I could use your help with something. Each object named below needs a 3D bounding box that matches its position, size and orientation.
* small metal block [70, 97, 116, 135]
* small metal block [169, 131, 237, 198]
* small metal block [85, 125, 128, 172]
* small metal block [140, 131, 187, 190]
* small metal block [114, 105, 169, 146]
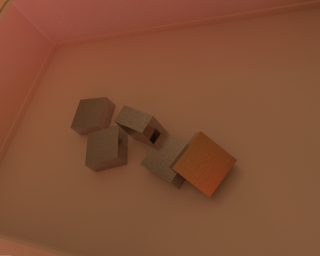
[{"bbox_3d":[-0.101,-0.017,0.470,0.050,0.025,0.050,-3,60,27],"label":"small metal block"},{"bbox_3d":[0.047,0.039,0.340,0.050,0.025,0.050,39,82,-2],"label":"small metal block"},{"bbox_3d":[-0.073,0.028,0.427,0.050,0.025,0.050,-16,55,19],"label":"small metal block"},{"bbox_3d":[0.013,0.038,0.376,0.050,0.025,0.050,26,75,37],"label":"small metal block"},{"bbox_3d":[-0.023,0.000,0.402,0.050,0.050,0.025,21,74,36],"label":"small metal block"}]
